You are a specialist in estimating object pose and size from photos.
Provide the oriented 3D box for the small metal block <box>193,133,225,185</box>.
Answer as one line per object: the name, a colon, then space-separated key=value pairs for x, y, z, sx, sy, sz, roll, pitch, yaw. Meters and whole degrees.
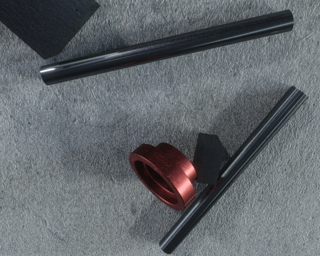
small metal block: x=0.063 y=0.040 z=0.412 sx=0.025 sy=0.050 sz=0.050 roll=8 pitch=110 yaw=-5

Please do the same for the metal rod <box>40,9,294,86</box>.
metal rod: x=0.005 y=-0.096 z=0.374 sx=0.302 sy=0.025 sz=0.025 roll=-12 pitch=110 yaw=4

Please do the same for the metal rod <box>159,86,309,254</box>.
metal rod: x=0.094 y=0.069 z=0.436 sx=0.025 sy=0.025 sz=0.299 roll=33 pitch=106 yaw=-12

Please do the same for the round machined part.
round machined part: x=0.009 y=0.057 z=0.402 sx=0.042 sy=0.098 sz=0.098 roll=-42 pitch=109 yaw=-23

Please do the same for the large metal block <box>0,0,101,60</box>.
large metal block: x=-0.127 y=-0.136 z=0.344 sx=0.080 sy=0.050 sz=0.080 roll=42 pitch=104 yaw=-14
